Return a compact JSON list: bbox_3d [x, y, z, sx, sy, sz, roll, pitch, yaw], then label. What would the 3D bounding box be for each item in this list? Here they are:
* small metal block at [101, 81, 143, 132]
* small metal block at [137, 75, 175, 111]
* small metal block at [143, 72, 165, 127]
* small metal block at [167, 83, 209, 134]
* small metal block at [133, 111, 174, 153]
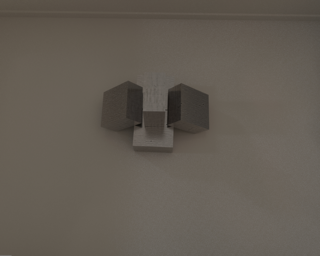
[{"bbox_3d":[-0.050,-0.027,0.403,0.050,0.025,0.050,-17,64,40],"label":"small metal block"},{"bbox_3d":[-0.007,-0.044,0.423,0.050,0.025,0.050,3,70,0],"label":"small metal block"},{"bbox_3d":[-0.007,-0.034,0.379,0.025,0.050,0.050,1,70,0],"label":"small metal block"},{"bbox_3d":[0.037,-0.024,0.404,0.050,0.025,0.050,17,66,-36],"label":"small metal block"},{"bbox_3d":[-0.008,0.004,0.406,0.050,0.025,0.050,2,70,1],"label":"small metal block"}]
